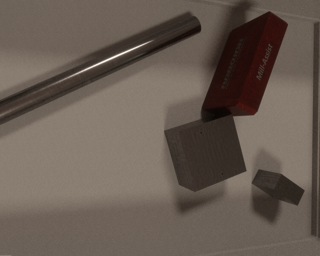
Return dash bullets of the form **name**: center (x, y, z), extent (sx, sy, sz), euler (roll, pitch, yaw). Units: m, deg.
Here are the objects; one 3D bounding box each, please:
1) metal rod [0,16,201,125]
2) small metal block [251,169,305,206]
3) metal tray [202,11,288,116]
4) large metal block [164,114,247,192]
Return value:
- **metal rod**: center (-0.076, -0.074, 0.382), extent (0.302, 0.025, 0.025), euler (-29, 100, -18)
- **small metal block**: center (0.176, 0.088, 0.464), extent (0.050, 0.050, 0.025), euler (34, 79, -17)
- **metal tray**: center (0.111, -0.081, 0.418), extent (0.030, 0.090, 0.130), euler (24, 82, -19)
- **large metal block**: center (0.061, 0.031, 0.421), extent (0.081, 0.050, 0.080), euler (-17, 96, -19)
